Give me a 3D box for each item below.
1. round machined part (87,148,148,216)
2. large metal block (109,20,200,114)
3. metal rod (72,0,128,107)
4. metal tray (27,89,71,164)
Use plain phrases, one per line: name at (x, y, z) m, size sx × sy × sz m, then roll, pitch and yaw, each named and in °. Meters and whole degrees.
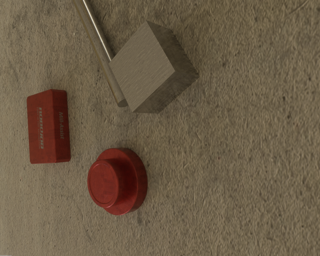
round machined part at (-0.068, 0.078, 0.450) m, size 0.098 × 0.042 × 0.097 m, roll 0°, pitch 90°, yaw 40°
large metal block at (-0.010, -0.074, 0.397) m, size 0.080 × 0.050 × 0.080 m, roll -41°, pitch 66°, yaw 32°
metal rod at (-0.109, -0.164, 0.495) m, size 0.025 × 0.025 × 0.299 m, roll -39°, pitch 67°, yaw 33°
metal tray at (-0.207, 0.000, 0.573) m, size 0.090 × 0.030 × 0.129 m, roll -8°, pitch 85°, yaw 39°
